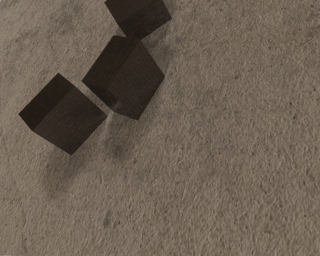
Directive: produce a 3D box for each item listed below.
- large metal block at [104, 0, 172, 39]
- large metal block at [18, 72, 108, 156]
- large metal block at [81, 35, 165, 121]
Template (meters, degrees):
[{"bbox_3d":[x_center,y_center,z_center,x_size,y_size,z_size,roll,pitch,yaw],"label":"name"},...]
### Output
[{"bbox_3d":[-0.038,-0.202,0.530,0.080,0.050,0.080,-33,52,6],"label":"large metal block"},{"bbox_3d":[-0.138,-0.019,0.450,0.080,0.080,0.050,-49,52,-6],"label":"large metal block"},{"bbox_3d":[-0.048,-0.069,0.435,0.050,0.080,0.080,20,72,35],"label":"large metal block"}]
